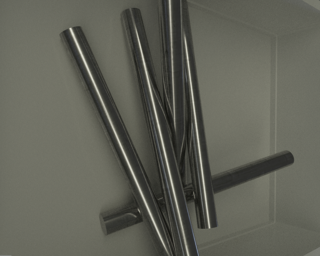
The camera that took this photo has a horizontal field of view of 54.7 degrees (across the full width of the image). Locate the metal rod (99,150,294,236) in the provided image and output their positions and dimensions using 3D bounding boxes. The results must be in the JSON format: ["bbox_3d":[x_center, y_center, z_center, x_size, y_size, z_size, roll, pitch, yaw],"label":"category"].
[{"bbox_3d":[0.067,0.079,0.419,0.303,0.025,0.025,-14,99,-26],"label":"metal rod"}]

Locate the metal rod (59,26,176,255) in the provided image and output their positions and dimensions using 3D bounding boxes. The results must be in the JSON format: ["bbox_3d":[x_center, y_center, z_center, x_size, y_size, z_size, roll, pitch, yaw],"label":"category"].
[{"bbox_3d":[-0.036,0.034,0.345,0.025,0.025,0.299,-28,98,-37],"label":"metal rod"}]

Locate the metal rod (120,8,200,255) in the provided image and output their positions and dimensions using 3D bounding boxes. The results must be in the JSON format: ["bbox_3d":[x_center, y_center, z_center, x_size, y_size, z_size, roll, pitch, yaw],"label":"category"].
[{"bbox_3d":[-0.002,0.005,0.359,0.025,0.025,0.299,-8,81,-40],"label":"metal rod"}]

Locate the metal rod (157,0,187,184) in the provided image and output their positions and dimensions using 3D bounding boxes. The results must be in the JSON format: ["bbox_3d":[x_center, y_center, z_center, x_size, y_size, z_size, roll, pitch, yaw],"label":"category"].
[{"bbox_3d":[0.016,-0.044,0.359,0.025,0.025,0.298,-28,126,-37],"label":"metal rod"}]

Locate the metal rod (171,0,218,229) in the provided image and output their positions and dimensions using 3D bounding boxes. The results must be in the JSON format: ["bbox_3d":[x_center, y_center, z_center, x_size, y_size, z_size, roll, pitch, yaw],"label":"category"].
[{"bbox_3d":[0.042,-0.026,0.403,0.025,0.025,0.298,2,77,-40],"label":"metal rod"}]
